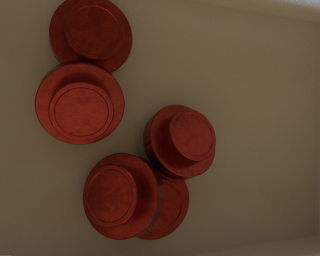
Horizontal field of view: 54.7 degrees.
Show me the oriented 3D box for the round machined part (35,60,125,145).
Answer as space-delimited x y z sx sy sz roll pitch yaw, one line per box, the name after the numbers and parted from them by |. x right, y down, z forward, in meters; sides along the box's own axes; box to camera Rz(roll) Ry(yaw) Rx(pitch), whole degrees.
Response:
-0.089 -0.024 0.351 0.099 0.042 0.097 -6 115 -14 | round machined part

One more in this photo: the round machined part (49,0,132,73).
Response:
-0.081 -0.111 0.371 0.099 0.042 0.097 0 90 -20 | round machined part

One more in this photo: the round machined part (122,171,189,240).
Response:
-0.006 0.096 0.399 0.099 0.042 0.097 0 90 -20 | round machined part

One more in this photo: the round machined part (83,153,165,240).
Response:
-0.048 0.077 0.355 0.098 0.042 0.098 -4 77 21 | round machined part

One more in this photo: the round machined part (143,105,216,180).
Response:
0.032 0.014 0.395 0.099 0.042 0.098 12 64 -26 | round machined part
